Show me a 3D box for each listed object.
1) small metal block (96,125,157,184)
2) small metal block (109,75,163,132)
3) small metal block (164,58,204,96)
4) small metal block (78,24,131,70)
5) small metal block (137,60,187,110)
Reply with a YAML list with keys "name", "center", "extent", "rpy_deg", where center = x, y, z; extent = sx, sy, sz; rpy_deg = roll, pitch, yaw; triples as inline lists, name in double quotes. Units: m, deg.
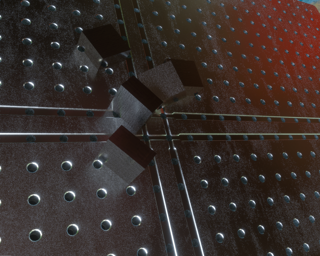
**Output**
- name: "small metal block"
  center: [-0.040, 0.031, 0.353]
  extent: [0.050, 0.050, 0.025]
  rpy_deg: [40, 51, -2]
- name: "small metal block"
  center: [-0.031, -0.030, 0.395]
  extent: [0.050, 0.050, 0.025]
  rpy_deg: [42, 51, 0]
- name: "small metal block"
  center: [0.033, -0.077, 0.475]
  extent: [0.050, 0.025, 0.050]
  rpy_deg: [-1, 63, -29]
- name: "small metal block"
  center: [-0.078, -0.115, 0.437]
  extent: [0.050, 0.025, 0.050]
  rpy_deg: [-31, 79, -38]
- name: "small metal block"
  center: [0.003, -0.058, 0.431]
  extent: [0.050, 0.025, 0.050]
  rpy_deg: [-24, 72, 0]
